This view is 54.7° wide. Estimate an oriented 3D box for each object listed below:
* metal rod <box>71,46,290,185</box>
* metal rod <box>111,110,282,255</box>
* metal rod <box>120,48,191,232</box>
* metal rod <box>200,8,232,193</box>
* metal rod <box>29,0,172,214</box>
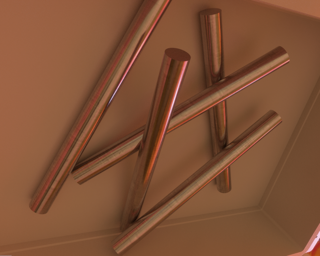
[{"bbox_3d":[0.025,-0.016,0.389,0.301,0.025,0.025,-30,129,0],"label":"metal rod"},{"bbox_3d":[0.056,0.077,0.449,0.301,0.025,0.025,-39,129,-4],"label":"metal rod"},{"bbox_3d":[-0.017,0.042,0.383,0.025,0.025,0.298,-6,134,-25],"label":"metal rod"},{"bbox_3d":[0.084,-0.016,0.444,0.025,0.025,0.298,-23,127,-14],"label":"metal rod"},{"bbox_3d":[-0.073,-0.024,0.354,0.025,0.025,0.299,23,106,-37],"label":"metal rod"}]
